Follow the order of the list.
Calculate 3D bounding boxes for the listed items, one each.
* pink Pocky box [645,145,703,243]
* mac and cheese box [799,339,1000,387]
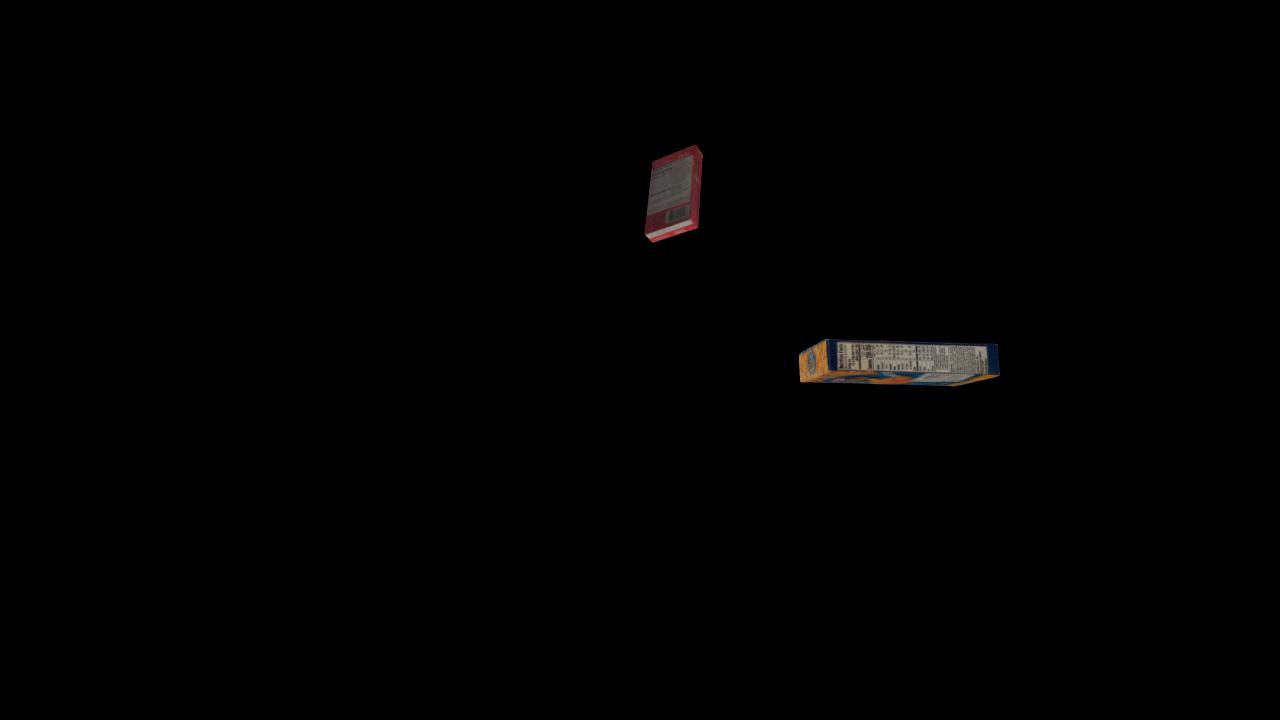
[{"bbox_3d":[0.054,-0.264,0.973,0.084,0.155,0.029,-12,-32,30],"label":"pink Pocky box"},{"bbox_3d":[0.278,0.004,0.674,0.184,0.041,0.093,1,-8,-3],"label":"mac and cheese box"}]
